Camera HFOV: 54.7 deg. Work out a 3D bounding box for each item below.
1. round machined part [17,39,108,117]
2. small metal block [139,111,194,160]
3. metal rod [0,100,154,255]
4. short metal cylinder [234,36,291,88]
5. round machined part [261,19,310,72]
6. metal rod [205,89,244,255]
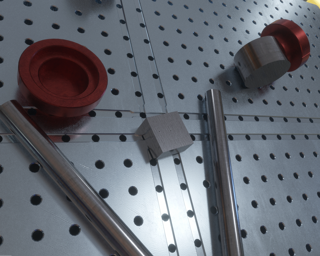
[{"bbox_3d":[-0.116,-0.055,0.368,0.099,0.042,0.098,14,56,-21],"label":"round machined part"},{"bbox_3d":[0.008,0.009,0.407,0.050,0.025,0.050,-14,69,-34],"label":"small metal block"},{"bbox_3d":[-0.063,0.088,0.320,0.300,0.025,0.025,47,51,5],"label":"metal rod"},{"bbox_3d":[0.175,-0.112,0.535,0.081,0.080,0.050,-4,64,-30],"label":"short metal cylinder"},{"bbox_3d":[0.223,-0.147,0.576,0.042,0.098,0.098,-33,80,-15],"label":"round machined part"},{"bbox_3d":[0.085,0.075,0.407,0.025,0.025,0.299,13,56,-21],"label":"metal rod"}]
